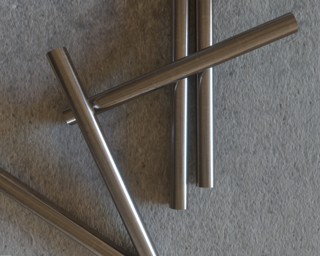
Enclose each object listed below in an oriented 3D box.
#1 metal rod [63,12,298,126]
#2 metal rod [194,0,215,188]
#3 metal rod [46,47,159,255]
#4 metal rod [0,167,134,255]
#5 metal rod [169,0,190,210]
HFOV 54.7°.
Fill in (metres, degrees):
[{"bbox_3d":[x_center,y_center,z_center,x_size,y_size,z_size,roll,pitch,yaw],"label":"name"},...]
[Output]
[{"bbox_3d":[0.017,-0.069,0.385,0.301,0.025,0.025,-21,90,9],"label":"metal rod"},{"bbox_3d":[0.059,-0.072,0.410,0.025,0.025,0.298,0,90,-1],"label":"metal rod"},{"bbox_3d":[-0.066,0.045,0.389,0.025,0.025,0.299,-23,98,0],"label":"metal rod"},{"bbox_3d":[-0.157,0.103,0.407,0.301,0.025,0.025,34,90,-1],"label":"metal rod"},{"bbox_3d":[0.026,-0.044,0.410,0.025,0.025,0.298,1,90,-1],"label":"metal rod"}]
